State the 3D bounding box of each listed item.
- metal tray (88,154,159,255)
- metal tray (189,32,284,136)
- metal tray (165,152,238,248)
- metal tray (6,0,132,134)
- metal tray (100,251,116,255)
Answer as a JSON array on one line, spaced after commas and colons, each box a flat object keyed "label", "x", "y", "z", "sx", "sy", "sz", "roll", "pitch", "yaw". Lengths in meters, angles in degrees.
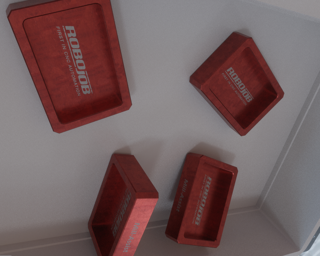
[{"label": "metal tray", "x": -0.053, "y": 0.111, "z": 0.407, "sx": 0.030, "sy": 0.090, "sz": 0.129, "roll": 8, "pitch": 114, "yaw": -32}, {"label": "metal tray", "x": 0.111, "y": -0.056, "z": 0.433, "sx": 0.090, "sy": 0.030, "sz": 0.130, "roll": -46, "pitch": 130, "yaw": 4}, {"label": "metal tray", "x": 0.067, "y": 0.112, "z": 0.476, "sx": 0.091, "sy": 0.030, "sz": 0.129, "roll": 22, "pitch": 80, "yaw": -35}, {"label": "metal tray", "x": -0.086, "y": -0.066, "z": 0.317, "sx": 0.091, "sy": 0.030, "sz": 0.129, "roll": -21, "pitch": 127, "yaw": -17}, {"label": "metal tray", "x": -0.096, "y": 0.274, "z": 0.527, "sx": 0.090, "sy": 0.030, "sz": 0.129, "roll": -28, "pitch": 128, "yaw": -11}]
